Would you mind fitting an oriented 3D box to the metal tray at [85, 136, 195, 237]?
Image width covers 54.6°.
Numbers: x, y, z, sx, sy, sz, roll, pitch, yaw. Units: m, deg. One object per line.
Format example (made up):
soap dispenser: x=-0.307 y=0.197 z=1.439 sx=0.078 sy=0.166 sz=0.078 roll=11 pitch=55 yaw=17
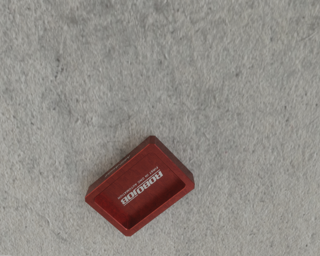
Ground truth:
metal tray: x=-0.028 y=0.084 z=0.437 sx=0.130 sy=0.030 sz=0.090 roll=-40 pitch=106 yaw=13
